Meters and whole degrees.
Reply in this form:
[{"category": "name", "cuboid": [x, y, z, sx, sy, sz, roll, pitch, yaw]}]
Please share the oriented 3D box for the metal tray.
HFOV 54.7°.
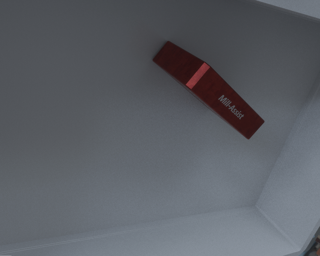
[{"category": "metal tray", "cuboid": [0.060, -0.044, 0.373, 0.130, 0.090, 0.030, 34, 99, -39]}]
